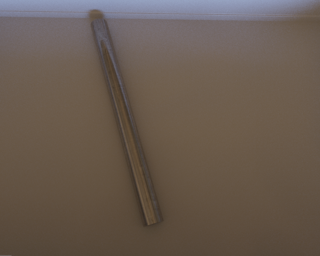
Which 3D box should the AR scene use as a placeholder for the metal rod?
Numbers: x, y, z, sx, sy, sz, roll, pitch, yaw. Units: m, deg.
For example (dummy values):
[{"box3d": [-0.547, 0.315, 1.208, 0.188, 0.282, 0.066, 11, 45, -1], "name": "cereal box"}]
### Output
[{"box3d": [-0.050, -0.021, 0.416, 0.025, 0.025, 0.299, -15, 71, -6], "name": "metal rod"}]
